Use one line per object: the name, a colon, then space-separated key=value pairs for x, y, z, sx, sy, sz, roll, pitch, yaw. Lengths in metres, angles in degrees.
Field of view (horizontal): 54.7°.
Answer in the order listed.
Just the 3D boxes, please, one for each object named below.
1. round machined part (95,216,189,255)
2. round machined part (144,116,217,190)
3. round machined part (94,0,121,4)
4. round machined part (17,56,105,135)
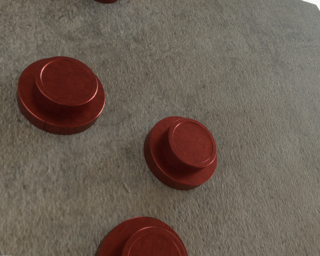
round machined part: x=-0.012 y=0.136 z=0.304 sx=0.099 sy=0.042 sz=0.098 roll=14 pitch=56 yaw=-21
round machined part: x=0.033 y=0.026 z=0.396 sx=0.099 sy=0.042 sz=0.098 roll=14 pitch=56 yaw=-21
round machined part: x=-0.090 y=-0.237 z=0.490 sx=0.099 sy=0.042 sz=0.098 roll=14 pitch=56 yaw=-21
round machined part: x=-0.111 y=-0.044 z=0.361 sx=0.099 sy=0.042 sz=0.098 roll=14 pitch=56 yaw=-21
